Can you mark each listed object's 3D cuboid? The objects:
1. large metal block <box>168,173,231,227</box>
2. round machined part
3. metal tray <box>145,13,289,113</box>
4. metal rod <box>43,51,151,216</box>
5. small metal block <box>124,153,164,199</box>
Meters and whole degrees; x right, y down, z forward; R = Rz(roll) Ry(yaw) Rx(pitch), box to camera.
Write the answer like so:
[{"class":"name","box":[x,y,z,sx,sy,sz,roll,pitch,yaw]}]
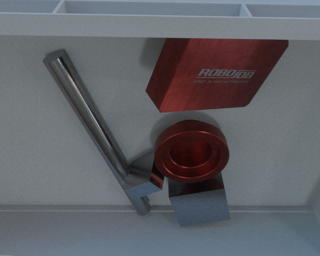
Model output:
[{"class":"large metal block","box":[0.062,0.106,0.484,0.080,0.050,0.080,-11,130,9]},{"class":"round machined part","box":[0.042,0.027,0.422,0.099,0.042,0.097,-1,130,0]},{"class":"metal tray","box":[0.059,-0.062,0.316,0.131,0.030,0.089,-6,137,-34]},{"class":"metal rod","box":[-0.072,0.030,0.433,0.025,0.025,0.299,-14,129,11]},{"class":"small metal block","box":[-0.020,0.068,0.444,0.050,0.050,0.025,-26,127,35]}]
